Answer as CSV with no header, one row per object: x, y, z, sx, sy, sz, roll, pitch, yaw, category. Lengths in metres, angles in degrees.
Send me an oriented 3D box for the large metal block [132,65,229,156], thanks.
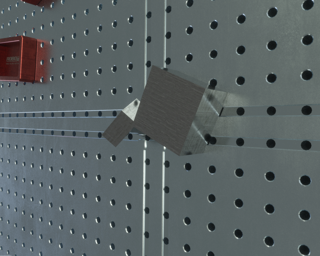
0.022,-0.022,0.373,0.080,0.050,0.079,31,109,35,large metal block

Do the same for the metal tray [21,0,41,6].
-0.248,-0.322,0.606,0.090,0.030,0.129,-26,74,36,metal tray

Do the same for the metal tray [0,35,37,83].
-0.312,-0.144,0.658,0.130,0.030,0.089,8,95,39,metal tray

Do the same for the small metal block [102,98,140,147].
-0.046,-0.008,0.425,0.025,0.050,0.050,42,120,-3,small metal block
